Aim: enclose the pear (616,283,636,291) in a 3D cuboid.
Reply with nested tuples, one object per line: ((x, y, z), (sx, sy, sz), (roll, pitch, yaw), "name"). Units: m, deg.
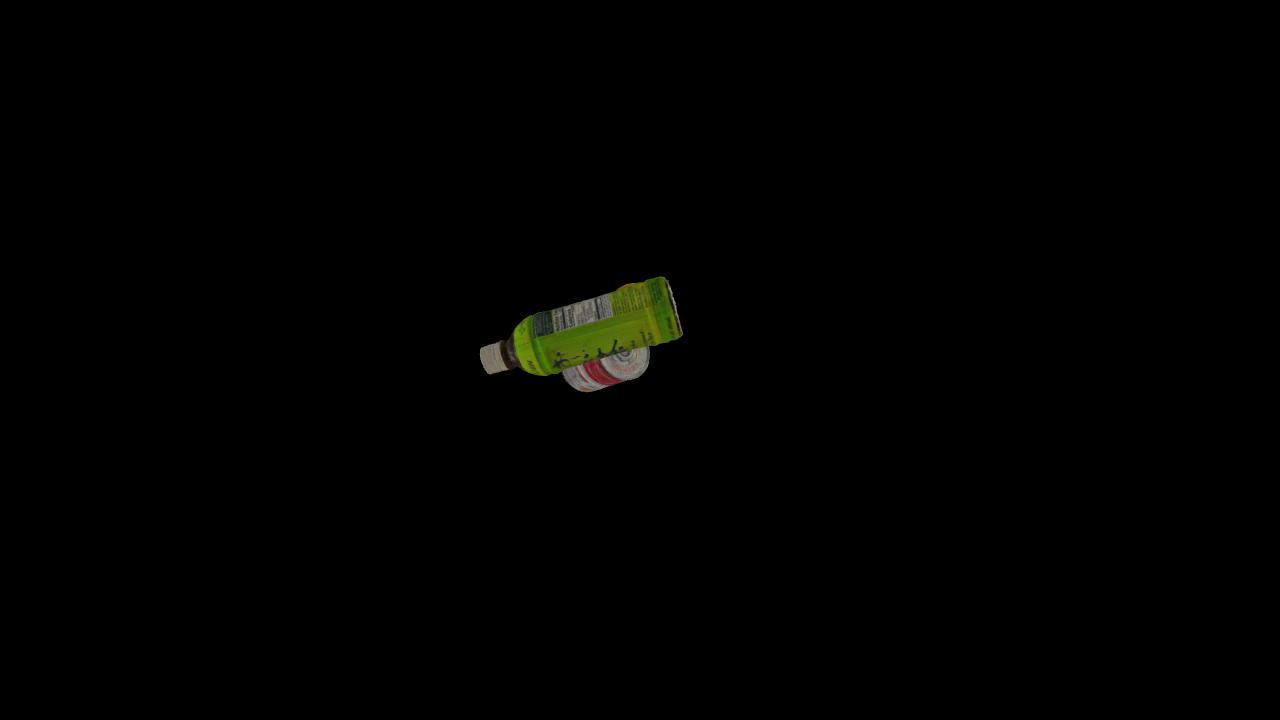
((-0.025, -0.047, 0.736), (0.111, 0.080, 0.080), (-20, 8, -23), "pear")

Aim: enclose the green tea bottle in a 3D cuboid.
((-0.064, -0.028, 0.648), (0.212, 0.073, 0.073), (-14, -1, 5), "green tea bottle")

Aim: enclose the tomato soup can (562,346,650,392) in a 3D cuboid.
((-0.043, -0.001, 0.716), (0.068, 0.068, 0.101), (0, -11, -32), "tomato soup can")
